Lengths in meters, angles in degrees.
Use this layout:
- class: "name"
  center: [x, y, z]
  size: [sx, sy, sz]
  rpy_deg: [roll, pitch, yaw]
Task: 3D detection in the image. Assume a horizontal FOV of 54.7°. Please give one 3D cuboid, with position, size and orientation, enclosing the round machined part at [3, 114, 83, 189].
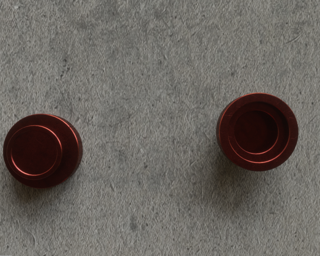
- class: "round machined part"
  center: [-0.154, 0.030, 0.400]
  size: [0.099, 0.042, 0.097]
  rpy_deg: [0, 90, 0]

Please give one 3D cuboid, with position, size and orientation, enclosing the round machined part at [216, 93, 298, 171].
- class: "round machined part"
  center: [0.122, 0.005, 0.402]
  size: [0.099, 0.042, 0.097]
  rpy_deg: [0, 90, 0]
